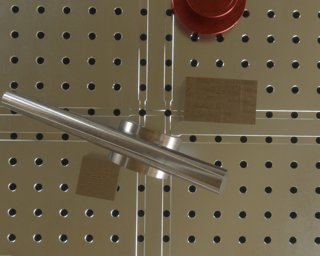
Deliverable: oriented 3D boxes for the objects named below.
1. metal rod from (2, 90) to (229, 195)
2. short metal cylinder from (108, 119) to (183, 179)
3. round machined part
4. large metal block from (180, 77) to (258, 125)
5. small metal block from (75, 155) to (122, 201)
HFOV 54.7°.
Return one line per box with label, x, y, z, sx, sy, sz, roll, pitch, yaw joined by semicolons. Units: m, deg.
metal rod;-0.070;0.007;0.352;0.301;0.025;0.025;19;90;24
short metal cylinder;-0.018;0.025;0.386;0.080;0.080;0.050;19;90;-1
round machined part;0.065;-0.172;0.406;0.099;0.042;0.097;0;90;-1
large metal block;0.068;-0.031;0.387;0.081;0.080;0.050;3;90;-1
small metal block;-0.080;0.066;0.412;0.050;0.025;0.050;11;90;-1
